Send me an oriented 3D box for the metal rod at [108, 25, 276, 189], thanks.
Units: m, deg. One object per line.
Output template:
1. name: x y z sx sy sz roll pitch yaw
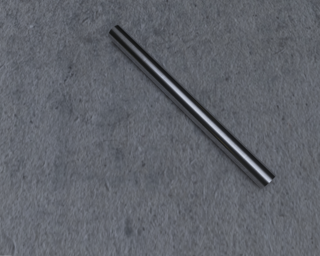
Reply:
1. metal rod: 0.034 -0.038 0.422 0.025 0.025 0.300 -40 75 -13
